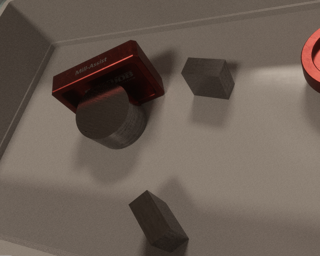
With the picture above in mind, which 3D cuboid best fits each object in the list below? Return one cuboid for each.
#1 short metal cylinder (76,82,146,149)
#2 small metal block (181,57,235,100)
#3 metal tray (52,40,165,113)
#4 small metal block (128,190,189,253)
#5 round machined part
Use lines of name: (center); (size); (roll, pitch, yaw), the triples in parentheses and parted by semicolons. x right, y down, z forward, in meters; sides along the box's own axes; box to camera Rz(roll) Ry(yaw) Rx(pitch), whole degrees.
short metal cylinder: (-0.066, -0.016, 0.424); (0.080, 0.050, 0.080); (-8, 68, 21)
small metal block: (0.062, -0.063, 0.395); (0.050, 0.050, 0.025); (12, 68, 32)
metal tray: (-0.071, -0.059, 0.435); (0.130, 0.090, 0.030); (-21, 54, 15)
small metal block: (-0.001, 0.100, 0.328); (0.025, 0.050, 0.050); (-39, 51, 2)
round machined part: (0.205, -0.069, 0.327); (0.098, 0.042, 0.098); (-16, 54, 23)
